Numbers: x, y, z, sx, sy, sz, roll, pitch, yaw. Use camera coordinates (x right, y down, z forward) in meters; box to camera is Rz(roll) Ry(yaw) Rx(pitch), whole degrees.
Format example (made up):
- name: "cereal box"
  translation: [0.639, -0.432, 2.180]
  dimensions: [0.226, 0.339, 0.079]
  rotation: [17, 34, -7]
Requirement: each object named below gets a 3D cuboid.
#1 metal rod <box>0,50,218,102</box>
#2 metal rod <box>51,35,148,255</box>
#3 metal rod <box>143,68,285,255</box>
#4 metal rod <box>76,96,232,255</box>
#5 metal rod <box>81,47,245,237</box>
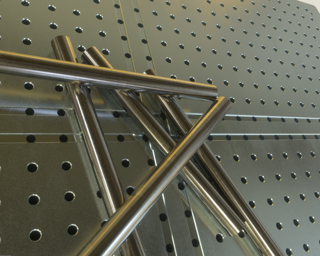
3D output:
- name: "metal rod"
  translation: [-0.059, -0.061, 0.383]
  dimensions: [0.302, 0.025, 0.025]
  rotation: [5, 60, -26]
- name: "metal rod"
  translation: [-0.075, 0.016, 0.358]
  dimensions: [0.025, 0.025, 0.299]
  rotation: [-10, 67, -33]
- name: "metal rod"
  translation: [0.063, 0.044, 0.417]
  dimensions: [0.025, 0.025, 0.299]
  rotation: [-25, 76, -37]
- name: "metal rod"
  translation: [0.009, 0.047, 0.353]
  dimensions: [0.025, 0.025, 0.302]
  rotation: [44, 51, 2]
- name: "metal rod"
  translation: [0.000, 0.012, 0.401]
  dimensions: [0.025, 0.025, 0.300]
  rotation: [-35, 81, -39]
